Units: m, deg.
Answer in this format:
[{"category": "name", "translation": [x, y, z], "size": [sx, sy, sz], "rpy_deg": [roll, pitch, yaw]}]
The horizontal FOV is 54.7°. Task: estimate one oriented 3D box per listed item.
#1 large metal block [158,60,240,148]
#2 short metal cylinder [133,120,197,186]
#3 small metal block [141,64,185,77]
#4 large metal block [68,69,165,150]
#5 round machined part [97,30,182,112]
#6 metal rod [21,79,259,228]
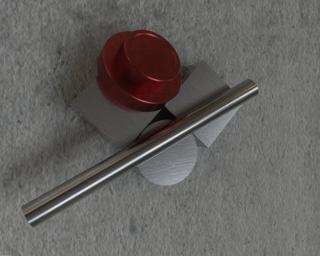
[{"category": "large metal block", "translation": [0.050, -0.031, 0.417], "size": [0.080, 0.050, 0.080], "rpy_deg": [43, 76, -15]}, {"category": "short metal cylinder", "translation": [0.000, 0.030, 0.397], "size": [0.081, 0.050, 0.079], "rpy_deg": [0, 90, -21]}, {"category": "small metal block", "translation": [-0.005, -0.069, 0.408], "size": [0.050, 0.025, 0.050], "rpy_deg": [45, 76, -15]}, {"category": "large metal block", "translation": [-0.052, -0.029, 0.377], "size": [0.080, 0.050, 0.080], "rpy_deg": [44, 76, -15]}, {"category": "round machined part", "translation": [-0.016, -0.070, 0.349], "size": [0.099, 0.042, 0.098], "rpy_deg": [15, 57, -25]}, {"category": "metal rod", "translation": [-0.007, 0.018, 0.355], "size": [0.302, 0.025, 0.025], "rpy_deg": [-29, 100, -18]}]
